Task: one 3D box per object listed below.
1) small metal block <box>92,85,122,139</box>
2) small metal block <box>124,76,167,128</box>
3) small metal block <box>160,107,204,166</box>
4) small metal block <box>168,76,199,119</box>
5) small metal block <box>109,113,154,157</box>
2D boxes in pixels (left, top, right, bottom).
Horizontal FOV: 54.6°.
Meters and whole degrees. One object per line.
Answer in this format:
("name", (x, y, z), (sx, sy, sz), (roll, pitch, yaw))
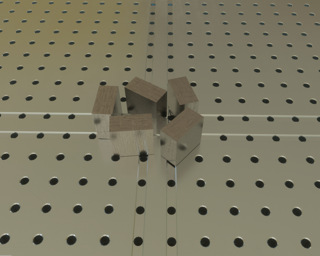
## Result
("small metal block", (-0.068, -0.020, 0.408), (0.025, 0.050, 0.050), (3, 51, 3))
("small metal block", (-0.018, -0.035, 0.421), (0.050, 0.050, 0.025), (27, 56, 20))
("small metal block", (0.027, 0.011, 0.382), (0.025, 0.050, 0.050), (34, 58, 26))
("small metal block", (0.030, -0.033, 0.419), (0.025, 0.050, 0.050), (-12, 50, -10))
("small metal block", (-0.034, 0.010, 0.383), (0.050, 0.050, 0.025), (-4, 50, -3))
